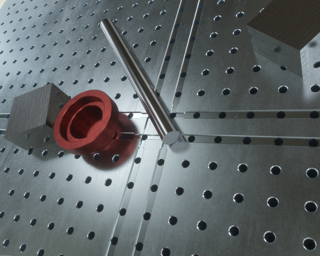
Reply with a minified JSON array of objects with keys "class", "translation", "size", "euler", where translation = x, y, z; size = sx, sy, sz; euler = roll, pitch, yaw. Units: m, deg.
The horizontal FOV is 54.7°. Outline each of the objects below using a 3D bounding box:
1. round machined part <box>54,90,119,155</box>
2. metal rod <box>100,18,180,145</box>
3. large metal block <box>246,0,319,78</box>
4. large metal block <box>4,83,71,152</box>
[{"class":"round machined part","translation":[-0.102,-0.004,0.454],"size":[0.098,0.042,0.098],"euler":[-13,56,21]},{"class":"metal rod","translation":[-0.042,-0.090,0.485],"size":[0.025,0.025,0.300],"euler":[-34,51,6]},{"class":"large metal block","translation":[0.168,-0.121,0.378],"size":[0.080,0.050,0.080],"euler":[-43,51,-2]},{"class":"large metal block","translation":[-0.196,-0.017,0.505],"size":[0.080,0.050,0.080],"euler":[-17,55,18]}]
